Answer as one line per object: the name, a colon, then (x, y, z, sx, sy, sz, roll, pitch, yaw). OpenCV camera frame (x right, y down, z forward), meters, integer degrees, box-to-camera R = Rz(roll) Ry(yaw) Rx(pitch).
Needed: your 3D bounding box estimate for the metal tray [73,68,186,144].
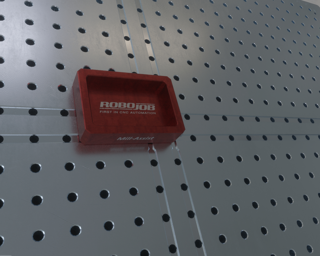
metal tray: (-0.039, -0.027, 0.399, 0.131, 0.030, 0.090, 0, 62, -28)
